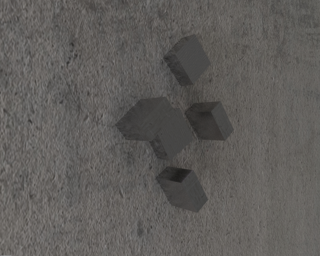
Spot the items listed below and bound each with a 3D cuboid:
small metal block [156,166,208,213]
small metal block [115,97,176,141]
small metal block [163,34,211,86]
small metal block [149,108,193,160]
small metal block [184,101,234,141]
[{"bbox_3d":[0.029,0.081,0.413,0.025,0.050,0.050,-41,115,-32],"label":"small metal block"},{"bbox_3d":[-0.018,-0.011,0.373,0.050,0.050,0.025,-49,119,-29],"label":"small metal block"},{"bbox_3d":[0.039,-0.095,0.437,0.050,0.025,0.050,-50,120,-28],"label":"small metal block"},{"bbox_3d":[0.012,0.008,0.414,0.050,0.025,0.050,-38,114,-33],"label":"small metal block"},{"bbox_3d":[0.071,-0.010,0.447,0.025,0.050,0.050,-45,117,-31],"label":"small metal block"}]
